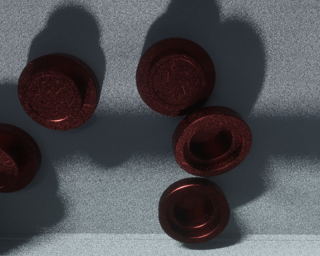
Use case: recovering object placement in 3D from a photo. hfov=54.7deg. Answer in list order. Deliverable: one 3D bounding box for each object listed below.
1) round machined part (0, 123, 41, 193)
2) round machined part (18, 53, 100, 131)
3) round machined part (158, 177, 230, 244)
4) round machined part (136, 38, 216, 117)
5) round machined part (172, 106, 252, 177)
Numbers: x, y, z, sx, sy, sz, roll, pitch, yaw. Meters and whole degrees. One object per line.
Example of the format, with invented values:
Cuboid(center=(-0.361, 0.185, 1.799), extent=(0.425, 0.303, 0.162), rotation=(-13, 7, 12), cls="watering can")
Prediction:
Cuboid(center=(-0.217, 0.046, 0.416), extent=(0.099, 0.042, 0.097), rotation=(0, 110, -1), cls="round machined part")
Cuboid(center=(-0.128, -0.042, 0.385), extent=(0.099, 0.042, 0.097), rotation=(0, 110, -1), cls="round machined part")
Cuboid(center=(0.047, 0.113, 0.445), extent=(0.099, 0.042, 0.097), rotation=(0, 110, -1), cls="round machined part")
Cuboid(center=(0.019, -0.060, 0.381), extent=(0.099, 0.042, 0.097), rotation=(0, 110, -1), cls="round machined part")
Cuboid(center=(0.064, 0.013, 0.400), extent=(0.099, 0.042, 0.097), rotation=(-5, 124, -7), cls="round machined part")
